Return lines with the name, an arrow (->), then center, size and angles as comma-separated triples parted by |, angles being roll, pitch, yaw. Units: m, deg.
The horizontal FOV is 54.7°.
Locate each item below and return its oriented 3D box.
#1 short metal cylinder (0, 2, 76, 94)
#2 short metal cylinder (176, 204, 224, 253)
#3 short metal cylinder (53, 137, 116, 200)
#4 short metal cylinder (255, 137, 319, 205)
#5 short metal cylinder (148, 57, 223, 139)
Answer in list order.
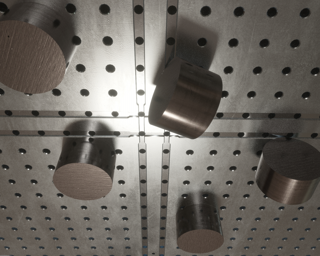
short metal cylinder -> -0.134, -0.083, 0.323 | 0.081, 0.050, 0.079 | 0, 130, 0
short metal cylinder -> 0.069, 0.179, 0.549 | 0.081, 0.050, 0.079 | 0, 130, 0
short metal cylinder -> -0.106, 0.059, 0.444 | 0.081, 0.050, 0.079 | 0, 130, 0
short metal cylinder -> 0.178, 0.058, 0.428 | 0.081, 0.080, 0.050 | 0, 130, -1
short metal cylinder -> 0.026, -0.033, 0.348 | 0.050, 0.080, 0.079 | 20, 127, -17
